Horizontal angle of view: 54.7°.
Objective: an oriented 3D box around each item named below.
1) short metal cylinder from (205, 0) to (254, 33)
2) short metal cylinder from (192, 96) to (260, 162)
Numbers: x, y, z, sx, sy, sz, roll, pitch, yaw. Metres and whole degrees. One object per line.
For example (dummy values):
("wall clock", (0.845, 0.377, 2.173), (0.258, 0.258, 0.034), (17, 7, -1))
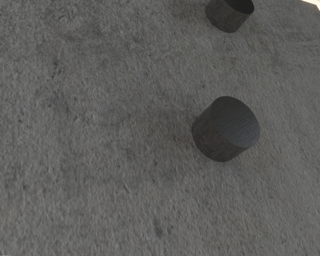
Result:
("short metal cylinder", (0.136, -0.234, 0.607), (0.081, 0.050, 0.080), (14, 56, -21))
("short metal cylinder", (0.093, 0.002, 0.439), (0.081, 0.050, 0.080), (14, 56, -21))
